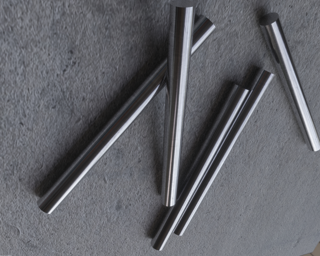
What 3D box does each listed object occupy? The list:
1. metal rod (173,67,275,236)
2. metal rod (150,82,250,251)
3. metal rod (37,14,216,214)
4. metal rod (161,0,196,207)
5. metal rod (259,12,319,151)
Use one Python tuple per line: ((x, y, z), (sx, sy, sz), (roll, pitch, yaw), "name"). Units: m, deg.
((0.090, 0.047, 0.484), (0.025, 0.025, 0.298), (13, 112, -34), "metal rod")
((0.054, 0.070, 0.479), (0.025, 0.025, 0.298), (12, 112, -33), "metal rod")
((-0.044, -0.012, 0.374), (0.300, 0.025, 0.025), (-48, 129, 5), "metal rod")
((0.018, -0.004, 0.390), (0.025, 0.025, 0.298), (-15, 132, -20), "metal rod")
((0.216, -0.053, 0.491), (0.025, 0.025, 0.300), (-42, 130, 0), "metal rod")
